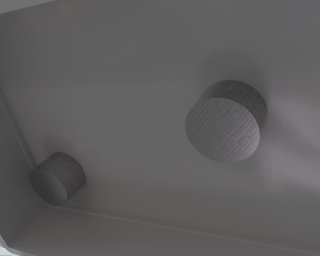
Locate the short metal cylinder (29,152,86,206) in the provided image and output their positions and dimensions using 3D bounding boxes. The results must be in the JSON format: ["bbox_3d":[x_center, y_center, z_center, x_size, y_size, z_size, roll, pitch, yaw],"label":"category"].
[{"bbox_3d":[-0.179,0.089,0.542,0.080,0.050,0.079,13,124,21],"label":"short metal cylinder"}]

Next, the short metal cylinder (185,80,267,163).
[{"bbox_3d":[0.075,-0.008,0.348,0.080,0.050,0.079,13,124,21],"label":"short metal cylinder"}]
